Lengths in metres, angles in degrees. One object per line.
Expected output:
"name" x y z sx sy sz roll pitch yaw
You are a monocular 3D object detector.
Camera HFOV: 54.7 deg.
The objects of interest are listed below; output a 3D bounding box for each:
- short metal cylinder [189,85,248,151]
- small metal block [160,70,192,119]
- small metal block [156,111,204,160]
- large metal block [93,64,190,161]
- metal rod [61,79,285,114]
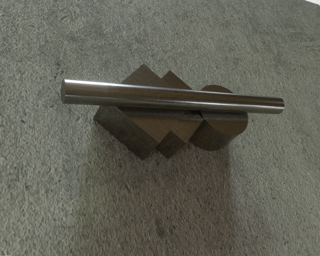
"short metal cylinder" 0.076 -0.014 0.437 0.081 0.050 0.080 14 56 -21
"small metal block" 0.015 -0.042 0.424 0.050 0.050 0.025 41 51 -1
"small metal block" 0.023 0.007 0.399 0.025 0.050 0.050 41 51 -1
"large metal block" -0.021 -0.021 0.388 0.080 0.050 0.080 41 51 -1
"metal rod" 0.037 -0.034 0.379 0.303 0.025 0.025 1 62 -28
